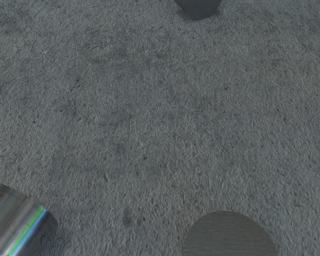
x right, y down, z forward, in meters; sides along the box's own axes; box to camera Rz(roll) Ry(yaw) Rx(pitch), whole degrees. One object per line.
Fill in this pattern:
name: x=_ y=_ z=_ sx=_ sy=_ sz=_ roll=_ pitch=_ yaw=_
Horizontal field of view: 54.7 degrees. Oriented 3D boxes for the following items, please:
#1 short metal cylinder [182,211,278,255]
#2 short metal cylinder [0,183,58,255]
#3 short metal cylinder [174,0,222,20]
short metal cylinder: x=0.060 y=0.124 z=0.283 sx=0.080 sy=0.050 sz=0.080 roll=0 pitch=50 yaw=0
short metal cylinder: x=-0.144 y=0.094 z=0.288 sx=0.080 sy=0.080 sz=0.050 roll=17 pitch=52 yaw=14
short metal cylinder: x=0.071 y=-0.252 z=0.580 sx=0.081 sy=0.080 sz=0.050 roll=-21 pitch=53 yaw=-17
